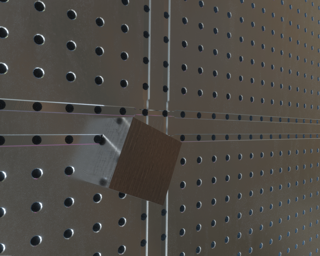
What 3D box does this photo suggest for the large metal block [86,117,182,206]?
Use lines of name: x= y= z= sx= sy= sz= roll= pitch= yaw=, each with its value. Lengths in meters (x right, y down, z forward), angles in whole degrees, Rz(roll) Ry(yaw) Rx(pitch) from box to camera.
large metal block: x=-0.029 y=0.040 z=0.371 sx=0.080 sy=0.050 sz=0.080 roll=28 pitch=72 yaw=-37
